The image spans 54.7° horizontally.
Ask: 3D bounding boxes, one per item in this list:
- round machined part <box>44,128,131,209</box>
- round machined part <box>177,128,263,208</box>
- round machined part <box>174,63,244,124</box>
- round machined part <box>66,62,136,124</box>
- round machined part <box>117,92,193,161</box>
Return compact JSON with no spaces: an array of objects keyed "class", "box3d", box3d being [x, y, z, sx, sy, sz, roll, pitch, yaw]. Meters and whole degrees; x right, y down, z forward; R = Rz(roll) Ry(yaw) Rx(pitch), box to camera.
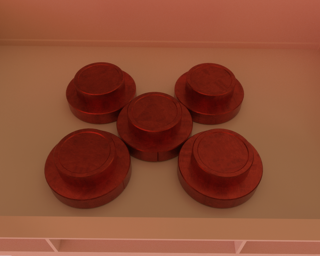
[{"class":"round machined part","box3d":[-0.083,0.039,0.358,0.099,0.042,0.098,0,50,0]},{"class":"round machined part","box3d":[0.070,0.039,0.361,0.099,0.042,0.098,0,50,0]},{"class":"round machined part","box3d":[0.070,-0.055,0.440,0.099,0.042,0.098,0,50,0]},{"class":"round machined part","box3d":[-0.084,-0.056,0.438,0.099,0.042,0.098,0,50,0]},{"class":"round machined part","box3d":[-0.007,-0.009,0.399,0.099,0.042,0.098,0,50,0]}]
